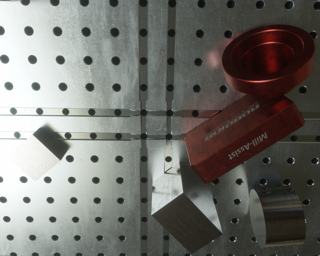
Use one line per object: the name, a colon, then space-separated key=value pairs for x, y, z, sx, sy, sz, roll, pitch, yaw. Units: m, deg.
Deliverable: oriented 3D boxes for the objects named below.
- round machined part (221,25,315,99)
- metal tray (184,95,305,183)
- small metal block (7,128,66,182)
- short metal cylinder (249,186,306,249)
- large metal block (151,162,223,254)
round machined part: x=0.123 y=-0.072 z=0.355 sx=0.098 sy=0.098 sz=0.042 roll=-22 pitch=134 yaw=7
metal tray: x=0.095 y=0.003 z=0.380 sx=0.130 sy=0.090 sz=0.030 roll=-34 pitch=109 yaw=11
small metal block: x=-0.169 y=0.037 z=0.425 sx=0.050 sy=0.025 sz=0.050 roll=-38 pitch=106 yaw=13
short metal cylinder: x=0.160 y=0.123 z=0.431 sx=0.050 sy=0.080 sz=0.079 roll=-5 pitch=110 yaw=2
large metal block: x=0.035 y=0.107 z=0.424 sx=0.050 sy=0.080 sz=0.080 roll=-39 pitch=106 yaw=13
